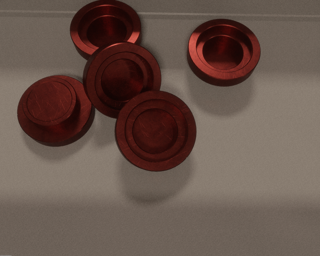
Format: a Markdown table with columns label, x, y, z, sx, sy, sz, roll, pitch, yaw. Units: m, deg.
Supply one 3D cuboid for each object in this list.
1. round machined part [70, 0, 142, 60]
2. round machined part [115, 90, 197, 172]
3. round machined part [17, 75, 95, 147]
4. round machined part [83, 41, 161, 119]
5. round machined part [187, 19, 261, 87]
| label | x | y | z | sx | sy | sz | roll | pitch | yaw |
| --- | --- | --- | --- | --- | --- | --- | --- | --- | --- |
| round machined part | -0.076 | -0.133 | 0.448 | 0.099 | 0.042 | 0.098 | 0 | 70 | -1 |
| round machined part | -0.007 | 0.005 | 0.389 | 0.099 | 0.042 | 0.097 | 1 | 85 | -12 |
| round machined part | -0.139 | -0.028 | 0.409 | 0.099 | 0.042 | 0.098 | 0 | 70 | -1 |
| round machined part | -0.052 | -0.064 | 0.405 | 0.098 | 0.098 | 0.042 | -31 | 30 | -11 |
| round machined part | 0.087 | -0.101 | 0.439 | 0.099 | 0.042 | 0.098 | 0 | 70 | -1 |
